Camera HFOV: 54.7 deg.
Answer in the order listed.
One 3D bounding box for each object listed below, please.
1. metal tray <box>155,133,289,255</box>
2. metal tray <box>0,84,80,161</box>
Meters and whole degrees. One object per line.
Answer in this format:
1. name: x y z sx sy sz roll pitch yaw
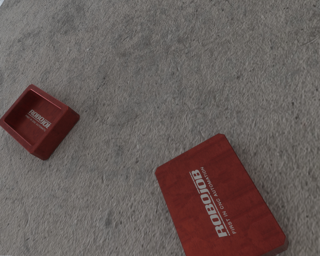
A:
1. metal tray: 0.057 0.079 0.322 0.090 0.030 0.130 -30 52 8
2. metal tray: -0.204 -0.014 0.515 0.130 0.030 0.090 28 77 37
